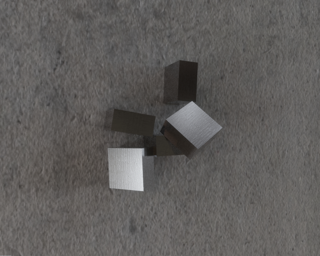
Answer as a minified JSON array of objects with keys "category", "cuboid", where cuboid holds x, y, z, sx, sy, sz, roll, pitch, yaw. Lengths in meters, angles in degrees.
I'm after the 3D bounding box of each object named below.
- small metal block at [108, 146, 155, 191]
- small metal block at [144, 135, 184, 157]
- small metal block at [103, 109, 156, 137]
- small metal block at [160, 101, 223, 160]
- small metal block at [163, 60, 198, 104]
[{"category":"small metal block","cuboid":[-0.035,0.048,0.381,0.025,0.050,0.050,-4,92,-60]},{"category":"small metal block","cuboid":[0.011,0.021,0.401,0.050,0.050,0.025,-2,91,-20]},{"category":"small metal block","cuboid":[-0.039,-0.006,0.382,0.050,0.050,0.025,9,87,-20]},{"category":"small metal block","cuboid":[0.038,0.002,0.373,0.050,0.025,0.050,43,53,14]},{"category":"small metal block","cuboid":[0.026,-0.058,0.406,0.025,0.050,0.050,3,89,-20]}]
